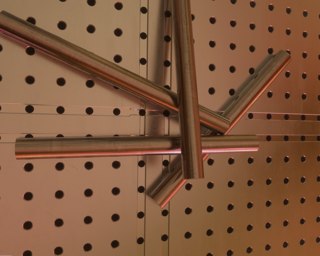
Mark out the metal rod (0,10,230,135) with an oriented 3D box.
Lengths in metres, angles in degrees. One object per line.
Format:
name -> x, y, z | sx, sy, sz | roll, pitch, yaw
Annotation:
metal rod -> -0.045, -0.061, 0.384 | 0.302, 0.025, 0.025 | 24, 82, -14

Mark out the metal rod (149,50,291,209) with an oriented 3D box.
metal rod -> 0.094, -0.007, 0.449 | 0.301, 0.025, 0.025 | -46, 105, -14

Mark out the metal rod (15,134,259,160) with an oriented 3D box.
metal rod -> -0.016, 0.022, 0.390 | 0.302, 0.025, 0.025 | -1, 90, -14

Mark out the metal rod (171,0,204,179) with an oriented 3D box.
metal rod -> 0.032, -0.087, 0.391 | 0.025, 0.025, 0.299 | 2, 77, -20
